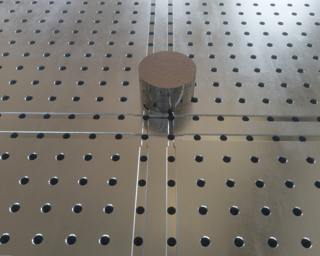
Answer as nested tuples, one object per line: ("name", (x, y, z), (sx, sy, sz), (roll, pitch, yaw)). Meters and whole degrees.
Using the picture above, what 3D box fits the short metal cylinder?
("short metal cylinder", (0.010, -0.067, 0.448), (0.080, 0.050, 0.080), (0, 50, 0))
